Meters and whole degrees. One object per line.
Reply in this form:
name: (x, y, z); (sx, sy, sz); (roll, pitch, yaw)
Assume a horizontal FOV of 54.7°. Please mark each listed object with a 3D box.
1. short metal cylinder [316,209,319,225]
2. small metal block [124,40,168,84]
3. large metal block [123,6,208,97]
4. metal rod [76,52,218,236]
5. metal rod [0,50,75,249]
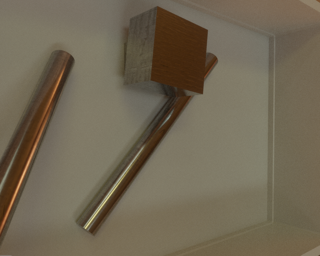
short metal cylinder: (0.420, 0.209, 0.731); (0.050, 0.080, 0.080); (-49, 119, -29)
small metal block: (-0.017, -0.082, 0.394); (0.050, 0.025, 0.050); (-2, 92, -40)
large metal block: (0.008, -0.084, 0.366); (0.081, 0.050, 0.080); (8, 85, -40)
metal rod: (-0.002, 0.003, 0.406); (0.025, 0.025, 0.301); (52, 60, -28)
metal rod: (-0.119, 0.048, 0.237); (0.025, 0.025, 0.300); (37, 45, -34)
